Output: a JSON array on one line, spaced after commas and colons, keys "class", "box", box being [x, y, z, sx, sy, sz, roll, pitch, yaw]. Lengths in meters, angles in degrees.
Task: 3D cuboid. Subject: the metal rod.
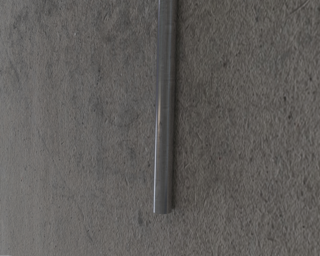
[{"class": "metal rod", "box": [0.007, -0.041, 0.400, 0.025, 0.025, 0.298, 2, 92, 40]}]
